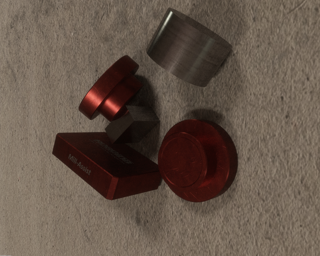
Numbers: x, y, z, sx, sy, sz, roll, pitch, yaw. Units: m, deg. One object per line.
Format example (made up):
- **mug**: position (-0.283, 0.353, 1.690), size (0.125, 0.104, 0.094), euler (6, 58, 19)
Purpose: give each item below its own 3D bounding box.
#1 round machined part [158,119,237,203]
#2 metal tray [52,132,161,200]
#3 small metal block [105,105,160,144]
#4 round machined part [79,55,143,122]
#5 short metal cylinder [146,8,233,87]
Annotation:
- **round machined part**: position (0.036, 0.038, 0.363), size (0.098, 0.042, 0.097), euler (0, 90, 39)
- **metal tray**: position (-0.071, 0.044, 0.418), size (0.130, 0.091, 0.030), euler (28, 108, 36)
- **small metal block**: position (-0.037, -0.004, 0.417), size (0.050, 0.050, 0.025), euler (-45, 64, 30)
- **round machined part**: position (-0.060, -0.046, 0.415), size (0.042, 0.098, 0.098), euler (41, 120, -5)
- **short metal cylinder**: position (0.032, -0.089, 0.342), size (0.080, 0.081, 0.050), euler (47, 118, 29)
